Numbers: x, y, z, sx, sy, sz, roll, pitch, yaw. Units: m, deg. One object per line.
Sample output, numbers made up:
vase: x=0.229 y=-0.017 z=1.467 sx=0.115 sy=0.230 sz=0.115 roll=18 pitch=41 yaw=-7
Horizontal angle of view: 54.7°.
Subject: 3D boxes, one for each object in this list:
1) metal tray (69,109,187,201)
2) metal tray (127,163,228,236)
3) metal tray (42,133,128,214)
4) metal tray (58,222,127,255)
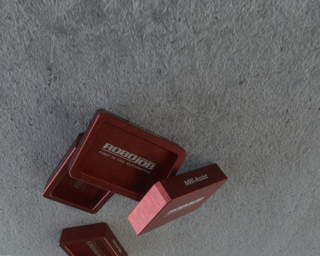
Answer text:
metal tray: x=-0.041 y=0.042 z=0.410 sx=0.131 sy=0.030 sz=0.090 roll=26 pitch=95 yaw=-21
metal tray: x=0.028 y=0.099 z=0.441 sx=0.131 sy=0.030 sz=0.089 roll=-8 pitch=143 yaw=-45
metal tray: x=-0.107 y=0.073 z=0.464 sx=0.090 sy=0.030 sz=0.129 roll=27 pitch=125 yaw=-22
metal tray: x=-0.126 y=0.238 z=0.605 sx=0.090 sy=0.030 sz=0.129 roll=-12 pitch=130 yaw=9
